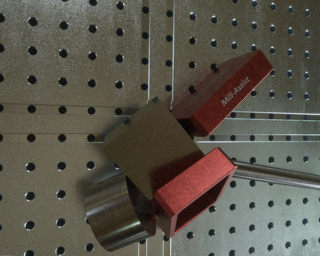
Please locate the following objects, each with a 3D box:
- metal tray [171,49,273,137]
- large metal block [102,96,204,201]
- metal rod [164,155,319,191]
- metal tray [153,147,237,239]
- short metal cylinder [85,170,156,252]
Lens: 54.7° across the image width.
[{"bbox_3d":[0.073,-0.044,0.404,0.130,0.090,0.030,-44,104,-15],"label":"metal tray"},{"bbox_3d":[-0.008,0.021,0.359,0.080,0.050,0.080,-38,105,3],"label":"large metal block"},{"bbox_3d":[0.146,0.067,0.466,0.302,0.025,0.025,11,86,-20],"label":"metal rod"},{"bbox_3d":[0.038,0.083,0.374,0.090,0.129,0.030,-33,66,-17],"label":"metal tray"},{"bbox_3d":[-0.044,0.095,0.360,0.050,0.080,0.080,-24,99,7],"label":"short metal cylinder"}]
